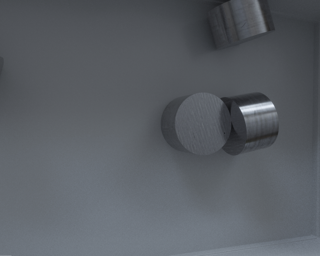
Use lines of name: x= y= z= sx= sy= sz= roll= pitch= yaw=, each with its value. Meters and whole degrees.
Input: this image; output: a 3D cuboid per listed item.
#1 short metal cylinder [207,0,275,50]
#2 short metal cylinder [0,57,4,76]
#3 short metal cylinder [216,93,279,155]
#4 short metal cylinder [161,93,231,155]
short metal cylinder: x=0.110 y=-0.144 z=0.423 sx=0.081 sy=0.080 sz=0.050 roll=-20 pitch=97 yaw=-19
short metal cylinder: x=-0.200 y=-0.047 z=0.307 sx=0.050 sy=0.080 sz=0.080 roll=26 pitch=81 yaw=-19
short metal cylinder: x=0.115 y=-0.006 z=0.425 sx=0.050 sy=0.080 sz=0.079 roll=-11 pitch=94 yaw=-20
short metal cylinder: x=0.047 y=-0.005 z=0.416 sx=0.081 sy=0.050 sz=0.079 roll=0 pitch=90 yaw=-21
